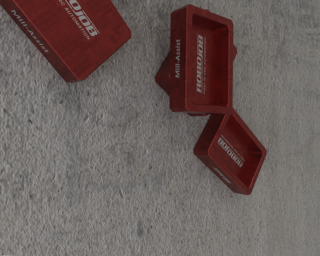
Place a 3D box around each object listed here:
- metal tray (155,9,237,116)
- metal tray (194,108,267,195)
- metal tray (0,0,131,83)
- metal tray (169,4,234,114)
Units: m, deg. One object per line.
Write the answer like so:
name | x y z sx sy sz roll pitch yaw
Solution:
metal tray | 0.057 -0.093 0.448 0.090 0.030 0.130 42 65 -32
metal tray | 0.118 0.038 0.499 0.130 0.030 0.090 44 64 -31
metal tray | -0.099 -0.123 0.318 0.090 0.030 0.130 -51 120 -28
metal tray | 0.057 -0.084 0.408 0.091 0.030 0.129 1 89 -40
